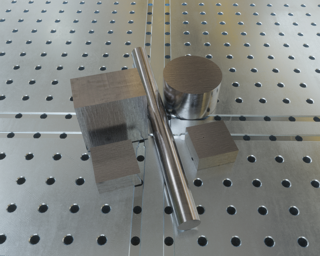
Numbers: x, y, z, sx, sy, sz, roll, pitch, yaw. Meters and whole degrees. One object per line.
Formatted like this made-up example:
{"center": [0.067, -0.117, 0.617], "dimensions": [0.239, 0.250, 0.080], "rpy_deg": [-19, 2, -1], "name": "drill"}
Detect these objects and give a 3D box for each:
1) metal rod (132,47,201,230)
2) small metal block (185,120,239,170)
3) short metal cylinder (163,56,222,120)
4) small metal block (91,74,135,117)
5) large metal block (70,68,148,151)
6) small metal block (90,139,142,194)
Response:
{"center": [-0.002, -0.011, 0.416], "dimensions": [0.025, 0.025, 0.300], "rpy_deg": [-9, 51, -8], "name": "metal rod"}
{"center": [0.064, 0.021, 0.391], "dimensions": [0.050, 0.025, 0.050], "rpy_deg": [-11, 51, -10], "name": "small metal block"}
{"center": [0.044, -0.058, 0.440], "dimensions": [0.081, 0.050, 0.080], "rpy_deg": [0, 50, 0], "name": "short metal cylinder"}
{"center": [-0.068, -0.048, 0.447], "dimensions": [0.050, 0.025, 0.050], "rpy_deg": [-13, 51, -12], "name": "small metal block"}
{"center": [-0.061, -0.022, 0.388], "dimensions": [0.081, 0.080, 0.050], "rpy_deg": [-12, 51, -10], "name": "large metal block"}
{"center": [-0.053, 0.045, 0.369], "dimensions": [0.050, 0.025, 0.050], "rpy_deg": [-12, 51, -10], "name": "small metal block"}
